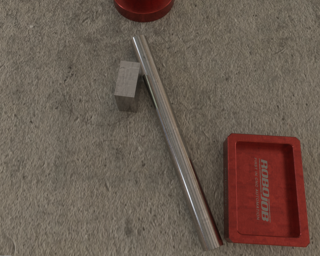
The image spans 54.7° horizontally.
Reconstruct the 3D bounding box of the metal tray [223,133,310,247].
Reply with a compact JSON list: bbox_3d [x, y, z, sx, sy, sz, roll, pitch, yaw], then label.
[{"bbox_3d":[0.126,0.074,0.379,0.091,0.030,0.130,4,70,1],"label":"metal tray"}]

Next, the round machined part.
[{"bbox_3d":[-0.026,-0.217,0.478,0.099,0.042,0.098,0,70,-1],"label":"round machined part"}]

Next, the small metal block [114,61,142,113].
[{"bbox_3d":[-0.041,-0.054,0.414,0.025,0.050,0.050,7,70,2],"label":"small metal block"}]

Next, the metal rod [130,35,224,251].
[{"bbox_3d":[0.015,0.005,0.406,0.025,0.025,0.299,-17,71,-6],"label":"metal rod"}]
